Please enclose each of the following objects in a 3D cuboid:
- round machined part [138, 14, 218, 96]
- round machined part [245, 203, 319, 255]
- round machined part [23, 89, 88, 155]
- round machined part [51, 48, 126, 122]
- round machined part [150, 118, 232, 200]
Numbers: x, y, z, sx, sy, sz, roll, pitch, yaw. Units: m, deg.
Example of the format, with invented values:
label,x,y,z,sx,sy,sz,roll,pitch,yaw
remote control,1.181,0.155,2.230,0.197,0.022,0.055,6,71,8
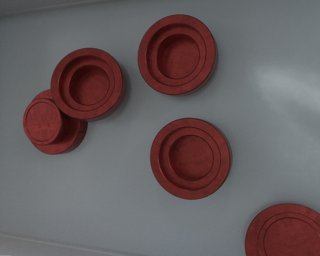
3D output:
label,x,y,z,sx,sy,sz,roll,pitch,yaw
round machined part,0.025,-0.088,0.393,0.098,0.042,0.097,0,90,20
round machined part,0.141,0.129,0.330,0.098,0.042,0.098,-9,59,16
round machined part,-0.161,-0.009,0.458,0.098,0.042,0.097,0,90,20
round machined part,-0.094,-0.056,0.426,0.099,0.042,0.097,-1,81,6
round machined part,0.041,0.036,0.387,0.098,0.042,0.097,0,90,20
